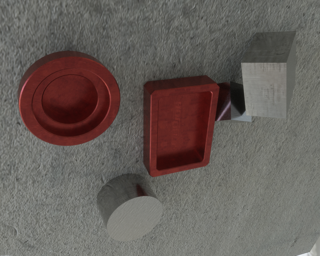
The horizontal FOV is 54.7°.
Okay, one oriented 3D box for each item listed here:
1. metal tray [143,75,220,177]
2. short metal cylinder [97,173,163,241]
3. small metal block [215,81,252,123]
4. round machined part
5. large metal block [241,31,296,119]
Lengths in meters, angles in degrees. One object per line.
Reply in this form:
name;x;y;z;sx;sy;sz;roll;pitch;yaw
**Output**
metal tray;0.025;-0.001;0.413;0.091;0.030;0.129;-9;123;-18
short metal cylinder;-0.043;0.112;0.438;0.081;0.050;0.079;-14;125;-21
small metal block;0.100;-0.034;0.422;0.050;0.025;0.050;4;84;-44
round machined part;-0.095;-0.033;0.324;0.099;0.042;0.097;-14;125;-21
large metal block;0.144;-0.070;0.403;0.080;0.050;0.080;-57;142;-40
